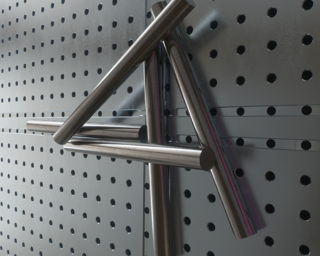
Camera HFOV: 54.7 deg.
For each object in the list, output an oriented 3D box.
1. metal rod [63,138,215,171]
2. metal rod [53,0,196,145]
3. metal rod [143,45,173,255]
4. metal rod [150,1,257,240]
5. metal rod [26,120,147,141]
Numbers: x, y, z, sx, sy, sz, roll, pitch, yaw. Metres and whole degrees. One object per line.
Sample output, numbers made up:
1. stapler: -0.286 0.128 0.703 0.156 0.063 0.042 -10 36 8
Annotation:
1. metal rod: -0.053 0.030 0.425 0.300 0.025 0.025 1 91 47
2. metal rod: -0.066 -0.064 0.427 0.299 0.025 0.025 -40 66 32
3. metal rod: -0.004 0.023 0.410 0.025 0.025 0.298 -5 87 39
4. metal rod: 0.046 -0.021 0.370 0.025 0.025 0.299 -30 72 36
5. metal rod: -0.137 0.002 0.519 0.300 0.025 0.025 3 92 39
